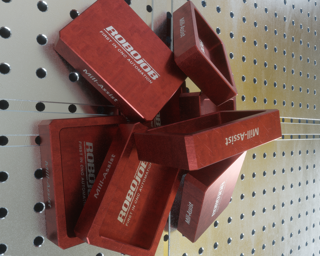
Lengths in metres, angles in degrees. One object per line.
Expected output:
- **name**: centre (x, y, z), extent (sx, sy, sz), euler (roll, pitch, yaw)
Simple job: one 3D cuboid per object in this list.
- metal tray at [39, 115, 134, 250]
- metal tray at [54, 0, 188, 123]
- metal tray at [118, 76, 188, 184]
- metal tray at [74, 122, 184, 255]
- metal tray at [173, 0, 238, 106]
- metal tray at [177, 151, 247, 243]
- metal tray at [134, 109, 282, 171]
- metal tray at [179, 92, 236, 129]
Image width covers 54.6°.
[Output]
- **metal tray**: centre (-0.078, 0.053, 0.340), extent (0.091, 0.030, 0.129), euler (-6, 93, -40)
- **metal tray**: centre (-0.039, -0.077, 0.351), extent (0.130, 0.030, 0.090), euler (44, 63, -14)
- **metal tray**: centre (-0.003, 0.000, 0.402), extent (0.091, 0.030, 0.129), euler (-6, 92, -41)
- **metal tray**: centre (-0.026, 0.069, 0.344), extent (0.090, 0.030, 0.130), euler (33, 70, -35)
- **metal tray**: centre (0.057, -0.101, 0.408), extent (0.090, 0.030, 0.130), euler (40, 33, -32)
- **metal tray**: centre (0.068, 0.087, 0.418), extent (0.091, 0.030, 0.129), euler (-36, 145, -34)
- **metal tray**: centre (0.051, 0.007, 0.324), extent (0.131, 0.090, 0.030), euler (-14, 99, -35)
- **metal tray**: centre (0.074, -0.005, 0.442), extent (0.131, 0.030, 0.090), euler (-8, 96, -57)
